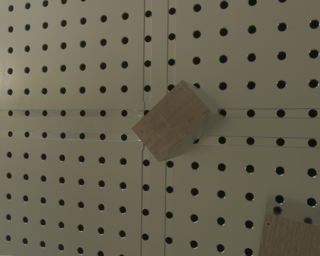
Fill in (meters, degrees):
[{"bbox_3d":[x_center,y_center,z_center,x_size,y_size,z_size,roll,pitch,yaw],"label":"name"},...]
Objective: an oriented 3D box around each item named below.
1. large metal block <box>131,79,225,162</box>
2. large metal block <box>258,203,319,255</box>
[{"bbox_3d":[0.025,-0.007,0.375,0.080,0.080,0.050,-43,77,15],"label":"large metal block"},{"bbox_3d":[0.153,0.137,0.345,0.080,0.050,0.080,9,93,19],"label":"large metal block"}]
